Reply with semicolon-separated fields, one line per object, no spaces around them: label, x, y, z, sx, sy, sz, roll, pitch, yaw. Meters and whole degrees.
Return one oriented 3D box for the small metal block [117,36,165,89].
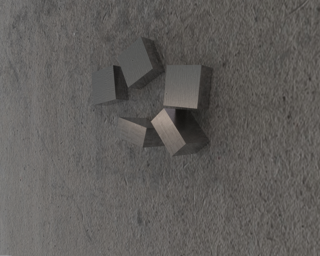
small metal block;-0.027;-0.088;0.427;0.050;0.025;0.050;-31;71;35

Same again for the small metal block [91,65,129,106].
small metal block;-0.076;-0.063;0.468;0.050;0.025;0.050;-9;84;39

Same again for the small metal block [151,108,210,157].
small metal block;0.025;0.005;0.368;0.025;0.050;0.050;-45;63;31

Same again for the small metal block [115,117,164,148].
small metal block;-0.021;0.005;0.406;0.050;0.050;0.025;21;103;38

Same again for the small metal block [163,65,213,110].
small metal block;0.034;-0.050;0.377;0.050;0.025;0.050;9;96;39
